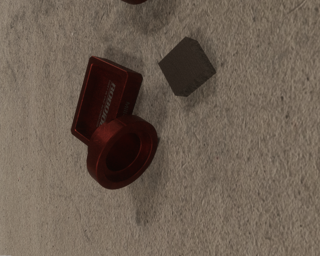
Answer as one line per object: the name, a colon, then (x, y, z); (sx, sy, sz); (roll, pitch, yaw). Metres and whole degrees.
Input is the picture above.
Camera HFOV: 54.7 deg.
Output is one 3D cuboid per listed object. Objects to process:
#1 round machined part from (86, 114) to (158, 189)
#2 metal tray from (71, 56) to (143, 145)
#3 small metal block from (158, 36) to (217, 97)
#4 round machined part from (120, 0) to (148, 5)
round machined part: (-0.053, 0.026, 0.399); (0.042, 0.099, 0.097); (32, 110, 35)
metal tray: (-0.084, -0.033, 0.468); (0.090, 0.030, 0.129); (29, 108, 35)
small metal block: (0.032, -0.073, 0.377); (0.050, 0.025, 0.050); (-39, 66, 32)
round machined part: (-0.025, -0.214, 0.412); (0.098, 0.042, 0.097); (0, 90, 39)
